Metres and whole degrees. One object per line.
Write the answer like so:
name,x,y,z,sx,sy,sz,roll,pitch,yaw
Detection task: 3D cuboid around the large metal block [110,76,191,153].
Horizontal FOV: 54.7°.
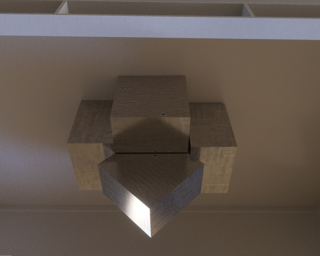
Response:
large metal block,-0.010,-0.018,0.356,0.081,0.080,0.050,0,130,0

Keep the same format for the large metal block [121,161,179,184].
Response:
large metal block,-0.009,0.059,0.421,0.081,0.080,0.050,0,130,0

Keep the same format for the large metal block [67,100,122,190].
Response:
large metal block,-0.075,0.021,0.389,0.050,0.080,0.079,0,130,0

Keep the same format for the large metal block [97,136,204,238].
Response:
large metal block,-0.009,0.057,0.346,0.081,0.080,0.050,-33,140,-33

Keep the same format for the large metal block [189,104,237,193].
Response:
large metal block,0.058,0.025,0.390,0.050,0.080,0.079,0,130,-1
